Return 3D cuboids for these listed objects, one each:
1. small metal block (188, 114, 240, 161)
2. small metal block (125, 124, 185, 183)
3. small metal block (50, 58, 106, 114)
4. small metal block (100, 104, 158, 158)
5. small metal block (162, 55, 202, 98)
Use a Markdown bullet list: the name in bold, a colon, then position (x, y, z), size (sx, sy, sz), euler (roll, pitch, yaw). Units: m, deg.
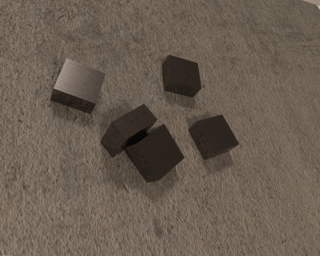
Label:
- **small metal block**: position (0.076, 0.013, 0.439), size (0.050, 0.025, 0.050), euler (-15, 70, -34)
- **small metal block**: position (-0.005, 0.030, 0.376), size (0.050, 0.025, 0.050), euler (-36, 99, -39)
- **small metal block**: position (-0.100, -0.051, 0.382), size (0.050, 0.025, 0.050), euler (20, 54, -17)
- **small metal block**: position (-0.037, 0.003, 0.367), size (0.050, 0.050, 0.025), euler (-34, 81, -38)
- **small metal block**: position (0.032, -0.078, 0.471), size (0.050, 0.025, 0.050), euler (11, 57, -23)
